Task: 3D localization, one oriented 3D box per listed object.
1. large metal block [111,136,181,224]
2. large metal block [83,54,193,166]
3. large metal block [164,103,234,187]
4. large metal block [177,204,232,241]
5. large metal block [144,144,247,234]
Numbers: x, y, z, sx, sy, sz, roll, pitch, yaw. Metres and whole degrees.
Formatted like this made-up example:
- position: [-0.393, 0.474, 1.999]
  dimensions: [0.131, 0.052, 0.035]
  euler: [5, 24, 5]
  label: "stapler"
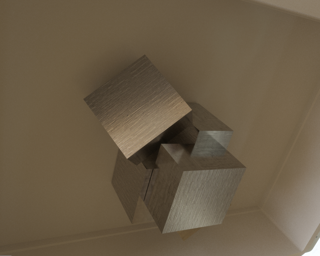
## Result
- position: [-0.019, 0.062, 0.399]
  dimensions: [0.050, 0.080, 0.079]
  euler: [1, 118, -29]
  label: "large metal block"
- position: [-0.021, -0.018, 0.339]
  dimensions: [0.080, 0.080, 0.050]
  euler: [-37, 164, -4]
  label: "large metal block"
- position: [0.039, 0.019, 0.403]
  dimensions: [0.050, 0.080, 0.079]
  euler: [1, 118, -29]
  label: "large metal block"
- position: [0.045, 0.106, 0.452]
  dimensions: [0.080, 0.080, 0.050]
  euler: [-36, 94, -5]
  label: "large metal block"
- position: [0.037, 0.065, 0.346]
  dimensions: [0.081, 0.050, 0.079]
  euler: [2, 118, -29]
  label: "large metal block"
